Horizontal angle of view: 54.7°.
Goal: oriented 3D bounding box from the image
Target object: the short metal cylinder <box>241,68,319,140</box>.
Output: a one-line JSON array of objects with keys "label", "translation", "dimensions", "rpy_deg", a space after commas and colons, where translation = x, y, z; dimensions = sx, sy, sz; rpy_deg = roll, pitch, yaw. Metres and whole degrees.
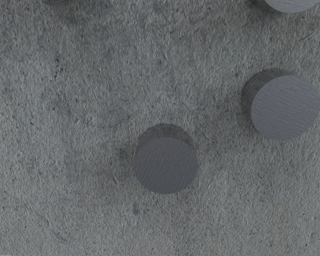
[{"label": "short metal cylinder", "translation": [0.147, -0.031, 0.386], "dimensions": [0.081, 0.050, 0.079], "rpy_deg": [0, 110, 0]}]

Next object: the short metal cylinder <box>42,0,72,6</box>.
[{"label": "short metal cylinder", "translation": [-0.103, -0.173, 0.316], "dimensions": [0.050, 0.080, 0.080], "rpy_deg": [-13, 110, 5]}]

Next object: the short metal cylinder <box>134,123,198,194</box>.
[{"label": "short metal cylinder", "translation": [0.008, 0.040, 0.411], "dimensions": [0.081, 0.050, 0.079], "rpy_deg": [0, 110, 0]}]

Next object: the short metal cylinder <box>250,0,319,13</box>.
[{"label": "short metal cylinder", "translation": [0.138, -0.167, 0.336], "dimensions": [0.081, 0.050, 0.079], "rpy_deg": [0, 110, 0]}]
